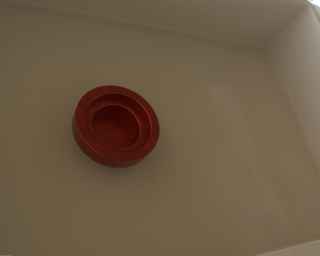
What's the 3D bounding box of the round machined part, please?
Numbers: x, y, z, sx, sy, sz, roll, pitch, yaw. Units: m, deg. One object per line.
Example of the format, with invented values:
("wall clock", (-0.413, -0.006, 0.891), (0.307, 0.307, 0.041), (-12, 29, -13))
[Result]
("round machined part", (-0.054, 0.002, 0.365), (0.099, 0.042, 0.098), (13, 56, -21))
